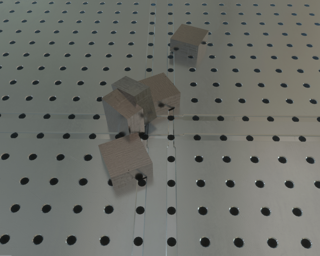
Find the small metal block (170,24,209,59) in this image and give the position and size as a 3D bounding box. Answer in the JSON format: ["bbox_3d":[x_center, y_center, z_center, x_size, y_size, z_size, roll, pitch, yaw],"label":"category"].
[{"bbox_3d":[0.051,-0.151,0.535,0.050,0.025,0.050,20,53,16],"label":"small metal block"}]

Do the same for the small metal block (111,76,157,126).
[{"bbox_3d":[-0.034,-0.036,0.414,0.025,0.050,0.050,-37,45,-26],"label":"small metal block"}]

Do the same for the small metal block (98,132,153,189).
[{"bbox_3d":[-0.042,0.038,0.375,0.050,0.025,0.050,-19,53,-15],"label":"small metal block"}]

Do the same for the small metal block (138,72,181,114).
[{"bbox_3d":[-0.005,-0.049,0.449,0.050,0.025,0.050,-22,53,-18],"label":"small metal block"}]

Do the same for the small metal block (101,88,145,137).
[{"bbox_3d":[-0.047,-0.015,0.404,0.025,0.050,0.050,-38,60,-26],"label":"small metal block"}]
